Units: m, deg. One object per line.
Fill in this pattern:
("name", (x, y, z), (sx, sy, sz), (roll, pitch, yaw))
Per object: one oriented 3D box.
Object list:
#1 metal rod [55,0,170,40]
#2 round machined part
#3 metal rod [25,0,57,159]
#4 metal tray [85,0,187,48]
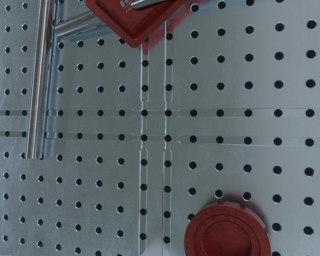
("metal rod", (-0.016, -0.167, 0.396), (0.300, 0.025, 0.025), (-10, 87, 27))
("round machined part", (0.082, 0.137, 0.374), (0.098, 0.042, 0.097), (0, 90, 19))
("metal rod", (-0.180, -0.103, 0.474), (0.025, 0.025, 0.298), (7, 92, 19))
("metal tray", (-0.018, -0.175, 0.383), (0.130, 0.090, 0.030), (-40, 41, 15))
